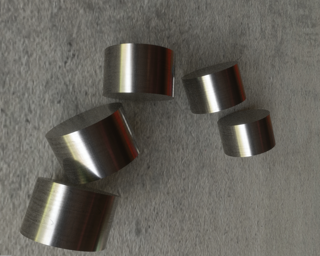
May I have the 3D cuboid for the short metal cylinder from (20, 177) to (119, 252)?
[{"bbox_3d":[-0.085,0.081,0.299,0.080,0.080,0.050,23,75,-38],"label":"short metal cylinder"}]

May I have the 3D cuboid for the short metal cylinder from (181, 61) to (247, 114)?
[{"bbox_3d":[0.076,-0.058,0.435,0.081,0.080,0.050,-30,109,-36],"label":"short metal cylinder"}]

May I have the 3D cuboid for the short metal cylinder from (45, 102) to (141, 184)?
[{"bbox_3d":[-0.066,0.013,0.315,0.081,0.080,0.050,-34,111,-35],"label":"short metal cylinder"}]

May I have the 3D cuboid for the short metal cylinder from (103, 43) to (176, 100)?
[{"bbox_3d":[-0.023,-0.060,0.351,0.081,0.080,0.050,3,88,-40],"label":"short metal cylinder"}]

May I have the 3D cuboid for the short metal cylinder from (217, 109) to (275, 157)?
[{"bbox_3d":[0.135,0.006,0.485,0.081,0.080,0.050,-26,107,-37],"label":"short metal cylinder"}]
